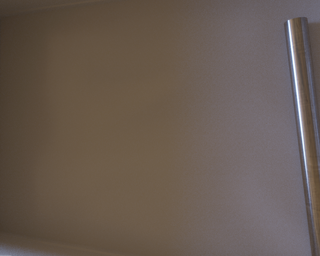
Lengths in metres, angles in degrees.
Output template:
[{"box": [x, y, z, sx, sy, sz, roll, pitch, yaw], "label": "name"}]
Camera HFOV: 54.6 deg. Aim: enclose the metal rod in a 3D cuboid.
[{"box": [0.171, 0.026, 0.350, 0.025, 0.025, 0.298, -7, 88, 20], "label": "metal rod"}]
